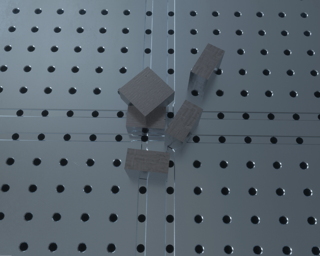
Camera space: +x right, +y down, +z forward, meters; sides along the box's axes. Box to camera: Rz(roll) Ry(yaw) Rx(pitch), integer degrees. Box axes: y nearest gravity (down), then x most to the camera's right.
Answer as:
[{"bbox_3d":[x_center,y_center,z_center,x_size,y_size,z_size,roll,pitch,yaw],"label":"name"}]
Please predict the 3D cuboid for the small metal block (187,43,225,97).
[{"bbox_3d":[0.063,-0.079,0.428,0.025,0.050,0.050,28,73,10],"label":"small metal block"}]

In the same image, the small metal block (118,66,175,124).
[{"bbox_3d":[-0.017,-0.043,0.401,0.050,0.025,0.050,-41,75,-14],"label":"small metal block"}]

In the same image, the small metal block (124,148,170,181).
[{"bbox_3d":[-0.014,0.046,0.382,0.050,0.050,0.025,6,70,2],"label":"small metal block"}]

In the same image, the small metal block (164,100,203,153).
[{"bbox_3d":[0.030,-0.001,0.399,0.025,0.050,0.050,30,73,10],"label":"small metal block"}]

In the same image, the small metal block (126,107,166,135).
[{"bbox_3d":[-0.017,-0.020,0.419,0.050,0.025,0.050,4,70,1],"label":"small metal block"}]
